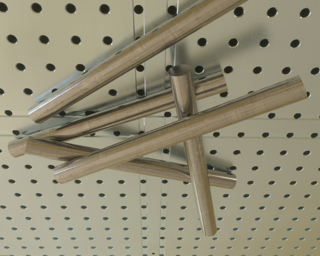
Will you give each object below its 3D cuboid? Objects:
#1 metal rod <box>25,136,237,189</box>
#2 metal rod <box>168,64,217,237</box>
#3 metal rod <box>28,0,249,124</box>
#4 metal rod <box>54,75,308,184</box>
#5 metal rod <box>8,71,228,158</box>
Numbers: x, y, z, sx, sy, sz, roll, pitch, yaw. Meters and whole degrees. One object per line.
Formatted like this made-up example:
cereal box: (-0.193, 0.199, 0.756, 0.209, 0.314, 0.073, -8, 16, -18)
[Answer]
metal rod: (-0.027, 0.053, 0.437, 0.302, 0.025, 0.025, 12, 129, -18)
metal rod: (0.051, 0.053, 0.418, 0.025, 0.025, 0.298, -9, 128, 7)
metal rod: (-0.031, -0.079, 0.343, 0.300, 0.025, 0.025, -26, 126, 20)
metal rod: (0.007, 0.009, 0.351, 0.300, 0.025, 0.025, -21, 128, 17)
metal rod: (-0.063, -0.013, 0.399, 0.301, 0.025, 0.025, -17, 128, 13)
